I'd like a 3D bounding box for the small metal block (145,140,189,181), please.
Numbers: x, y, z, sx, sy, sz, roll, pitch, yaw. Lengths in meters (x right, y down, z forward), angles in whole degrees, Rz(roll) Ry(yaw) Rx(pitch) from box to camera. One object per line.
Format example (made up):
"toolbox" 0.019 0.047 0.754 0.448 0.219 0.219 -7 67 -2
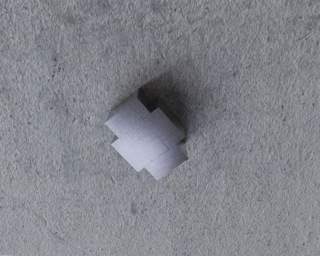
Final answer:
"small metal block" 0.008 0.035 0.410 0.050 0.050 0.025 -37 106 12

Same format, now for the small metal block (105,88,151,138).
"small metal block" -0.038 -0.020 0.389 0.050 0.050 0.025 -37 106 12

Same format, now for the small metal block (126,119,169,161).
"small metal block" -0.015 0.007 0.399 0.025 0.050 0.050 -38 106 12

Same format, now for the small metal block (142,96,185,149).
"small metal block" 0.005 -0.008 0.394 0.025 0.050 0.050 -39 106 13

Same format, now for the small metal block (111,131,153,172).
"small metal block" -0.034 0.022 0.405 0.025 0.050 0.050 -38 106 12
